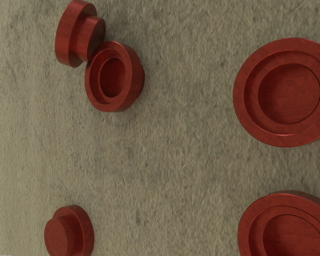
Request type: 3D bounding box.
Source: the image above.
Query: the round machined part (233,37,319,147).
[{"bbox_3d":[0.123,-0.032,0.292,0.098,0.042,0.097,0,90,39],"label":"round machined part"}]

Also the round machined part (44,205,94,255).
[{"bbox_3d":[-0.159,0.182,0.522,0.098,0.042,0.097,0,90,39],"label":"round machined part"}]

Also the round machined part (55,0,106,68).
[{"bbox_3d":[-0.113,-0.136,0.460,0.042,0.098,0.097,20,106,1],"label":"round machined part"}]

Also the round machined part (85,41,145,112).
[{"bbox_3d":[-0.060,-0.071,0.441,0.098,0.042,0.097,0,90,39],"label":"round machined part"}]

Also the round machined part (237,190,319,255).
[{"bbox_3d":[0.127,0.107,0.289,0.098,0.042,0.097,0,90,39],"label":"round machined part"}]
